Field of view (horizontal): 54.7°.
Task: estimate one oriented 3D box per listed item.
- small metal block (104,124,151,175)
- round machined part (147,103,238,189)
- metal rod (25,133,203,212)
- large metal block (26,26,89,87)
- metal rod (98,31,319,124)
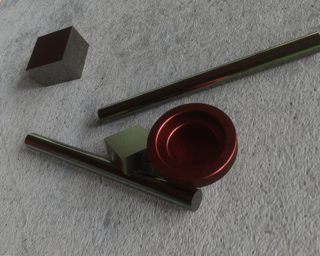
[{"bbox_3d":[-0.035,0.025,0.388,0.050,0.025,0.050,-23,39,-23],"label":"small metal block"},{"bbox_3d":[0.038,0.023,0.352,0.098,0.042,0.098,-8,56,12],"label":"round machined part"},{"bbox_3d":[-0.083,0.049,0.415,0.300,0.025,0.025,13,69,33],"label":"metal rod"},{"bbox_3d":[-0.183,-0.128,0.560,0.080,0.050,0.080,-9,58,23],"label":"large metal block"},{"bbox_3d":[0.052,-0.060,0.412,0.301,0.025,0.025,-17,55,17],"label":"metal rod"}]
